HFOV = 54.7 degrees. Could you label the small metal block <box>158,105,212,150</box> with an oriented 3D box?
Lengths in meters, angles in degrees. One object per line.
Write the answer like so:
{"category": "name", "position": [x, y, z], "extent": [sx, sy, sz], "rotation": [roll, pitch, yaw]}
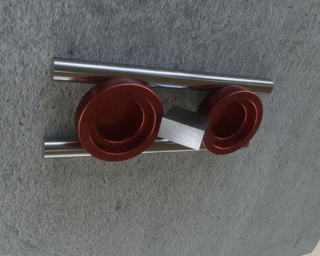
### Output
{"category": "small metal block", "position": [0.031, -0.002, 0.374], "extent": [0.050, 0.050, 0.025], "rotation": [19, 115, 11]}

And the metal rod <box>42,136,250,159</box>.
{"category": "metal rod", "position": [0.001, 0.022, 0.422], "extent": [0.303, 0.025, 0.025], "rotation": [0, 119, -29]}

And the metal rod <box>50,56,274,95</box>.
{"category": "metal rod", "position": [0.024, -0.060, 0.384], "extent": [0.303, 0.025, 0.025], "rotation": [0, 119, -29]}

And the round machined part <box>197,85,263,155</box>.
{"category": "round machined part", "position": [0.090, -0.014, 0.431], "extent": [0.099, 0.042, 0.097], "rotation": [-14, 124, -21]}

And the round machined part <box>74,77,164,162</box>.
{"category": "round machined part", "position": [-0.049, -0.013, 0.357], "extent": [0.099, 0.042, 0.097], "rotation": [-14, 124, -21]}
